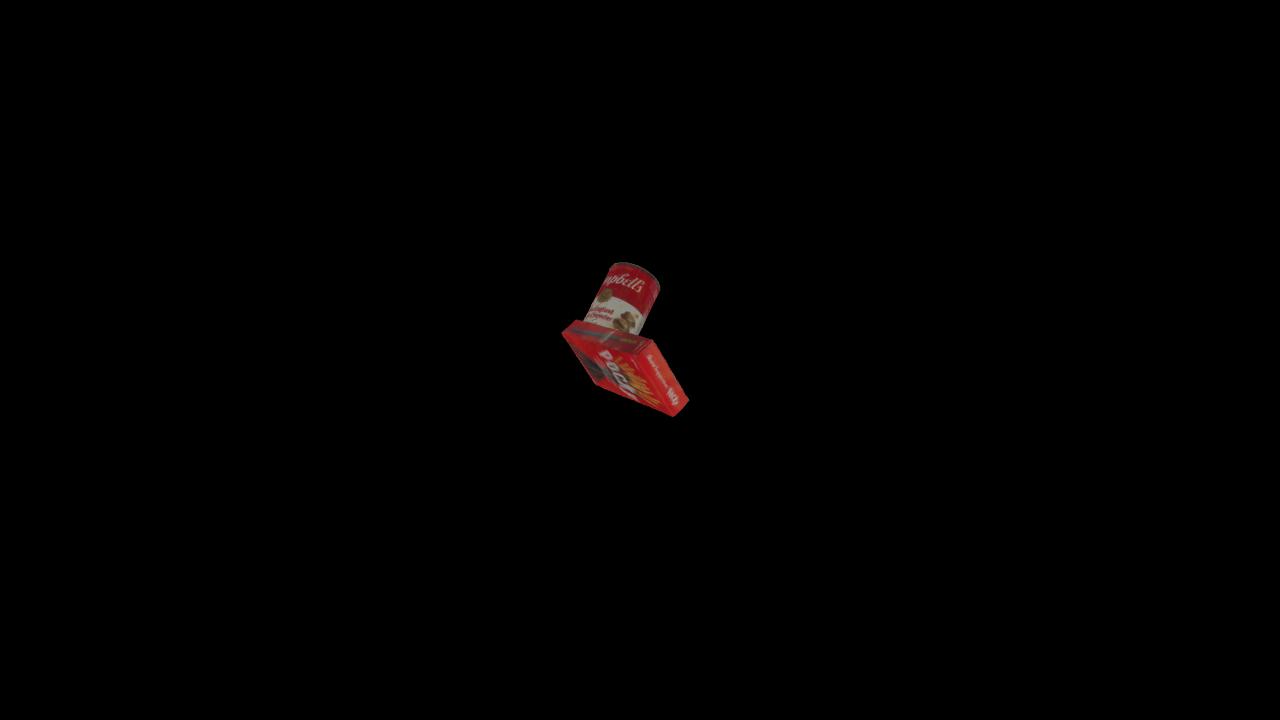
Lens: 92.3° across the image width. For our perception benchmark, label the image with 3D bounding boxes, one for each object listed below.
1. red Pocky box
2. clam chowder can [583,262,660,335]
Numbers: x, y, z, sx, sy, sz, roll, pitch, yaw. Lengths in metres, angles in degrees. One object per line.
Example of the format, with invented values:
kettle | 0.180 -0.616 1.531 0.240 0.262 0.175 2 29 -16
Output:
red Pocky box | -0.020 0.005 0.641 0.028 0.083 0.155 -42 30 -20
clam chowder can | -0.025 -0.055 0.730 0.068 0.102 0.068 20 -23 9
